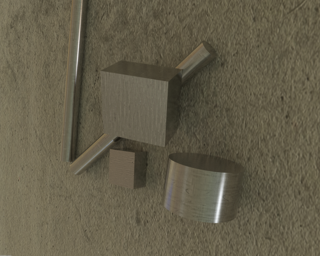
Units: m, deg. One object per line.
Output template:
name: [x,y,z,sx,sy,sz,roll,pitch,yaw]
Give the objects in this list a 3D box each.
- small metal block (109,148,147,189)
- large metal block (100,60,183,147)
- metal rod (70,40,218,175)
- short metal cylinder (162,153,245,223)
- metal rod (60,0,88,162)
small metal block: [-0.046,0.056,0.441,0.050,0.025,0.050,4,93,39]
large metal block: [-0.022,-0.031,0.373,0.080,0.050,0.079,12,119,17]
metal rod: [-0.041,-0.012,0.436,0.299,0.025,0.025,-39,67,32]
short metal cylinder: [0.045,0.060,0.330,0.080,0.081,0.050,14,99,39]
metal rod: [-0.144,-0.092,0.520,0.025,0.025,0.298,10,96,39]
